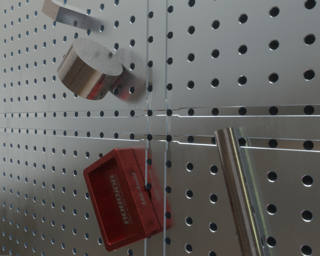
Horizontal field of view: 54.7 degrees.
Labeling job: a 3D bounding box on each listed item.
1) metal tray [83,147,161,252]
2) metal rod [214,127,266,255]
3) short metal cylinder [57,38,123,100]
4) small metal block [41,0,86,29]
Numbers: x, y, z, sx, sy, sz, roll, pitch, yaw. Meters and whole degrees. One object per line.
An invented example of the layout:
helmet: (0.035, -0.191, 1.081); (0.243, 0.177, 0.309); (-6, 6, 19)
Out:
metal tray: (-0.060, 0.104, 0.455); (0.090, 0.030, 0.130); (-34, 69, 35)
metal rod: (0.102, 0.147, 0.325); (0.025, 0.025, 0.299); (-19, 78, 38)
short metal cylinder: (-0.103, -0.087, 0.459); (0.050, 0.081, 0.080); (-48, 62, 29)
small metal block: (-0.165, -0.196, 0.529); (0.050, 0.050, 0.025); (38, 114, 33)
